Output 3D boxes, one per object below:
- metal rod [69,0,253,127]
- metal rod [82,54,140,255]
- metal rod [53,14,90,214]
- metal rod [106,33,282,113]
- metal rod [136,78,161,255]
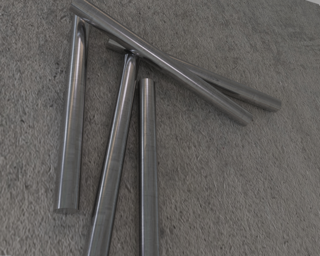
[{"bbox_3d":[0.012,-0.088,0.443,0.301,0.025,0.025,31,51,-16],"label":"metal rod"},{"bbox_3d":[-0.052,0.028,0.357,0.025,0.025,0.300,18,55,-18],"label":"metal rod"},{"bbox_3d":[-0.102,-0.048,0.377,0.025,0.025,0.299,9,58,-23],"label":"metal rod"},{"bbox_3d":[0.064,-0.082,0.487,0.302,0.025,0.025,18,55,-18],"label":"metal rod"},{"bbox_3d":[-0.014,0.068,0.354,0.025,0.025,0.299,12,57,-22],"label":"metal rod"}]
